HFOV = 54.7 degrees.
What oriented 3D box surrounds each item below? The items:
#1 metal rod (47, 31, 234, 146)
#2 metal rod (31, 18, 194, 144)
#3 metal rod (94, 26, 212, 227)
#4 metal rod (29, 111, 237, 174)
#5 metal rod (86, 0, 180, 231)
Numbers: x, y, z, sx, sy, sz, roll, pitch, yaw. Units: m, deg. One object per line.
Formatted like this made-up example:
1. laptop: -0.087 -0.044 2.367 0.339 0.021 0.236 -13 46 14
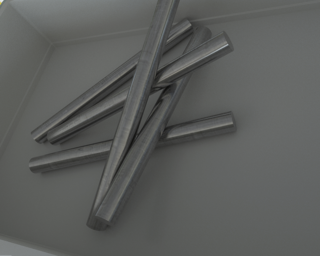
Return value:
1. metal rod: -0.044 -0.041 0.413 0.300 0.025 0.025 -25 52 27
2. metal rod: -0.076 -0.072 0.487 0.300 0.025 0.025 -36 51 4
3. metal rod: 0.004 -0.022 0.387 0.025 0.025 0.300 8 57 31
4. metal rod: -0.051 0.024 0.415 0.301 0.025 0.025 -13 56 20
5. metal rod: -0.031 -0.023 0.369 0.025 0.025 0.298 19 92 35
